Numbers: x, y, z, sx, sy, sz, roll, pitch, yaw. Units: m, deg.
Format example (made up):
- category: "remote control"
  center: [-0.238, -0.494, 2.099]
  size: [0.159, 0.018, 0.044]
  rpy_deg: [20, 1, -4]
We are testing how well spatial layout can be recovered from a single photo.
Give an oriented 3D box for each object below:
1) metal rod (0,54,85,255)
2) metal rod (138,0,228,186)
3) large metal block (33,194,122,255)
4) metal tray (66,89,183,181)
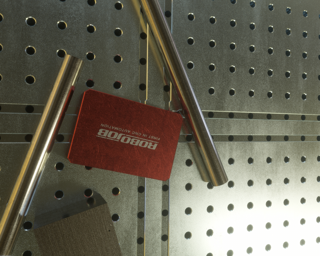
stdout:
- category: "metal rod"
  center: [-0.151, 0.057, 0.357]
  size: [0.025, 0.025, 0.299]
  rpy_deg: [21, 83, -19]
- category: "metal rod"
  center: [0.030, -0.059, 0.424]
  size: [0.025, 0.025, 0.299]
  rpy_deg: [-25, 99, -19]
- category: "large metal block"
  center: [-0.095, 0.134, 0.365]
  size: [0.081, 0.050, 0.080]
  rpy_deg: [-17, 96, -20]
- category: "metal tray"
  center: [-0.043, 0.011, 0.395]
  size: [0.131, 0.030, 0.090]
  rpy_deg: [15, 85, -20]
